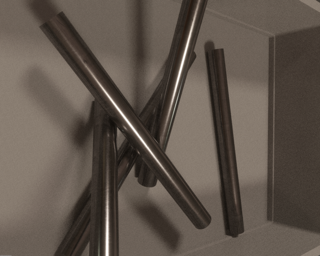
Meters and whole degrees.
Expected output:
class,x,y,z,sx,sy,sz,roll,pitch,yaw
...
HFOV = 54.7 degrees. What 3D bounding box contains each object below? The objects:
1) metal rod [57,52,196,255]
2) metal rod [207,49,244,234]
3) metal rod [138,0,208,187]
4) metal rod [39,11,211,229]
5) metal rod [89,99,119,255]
class,x,y,z,sx,sy,sz,roll,pitch,yaw
metal rod,-0.028,0.014,0.384,0.025,0.025,0.300,45,63,-31
metal rod,0.107,0.025,0.499,0.025,0.025,0.298,-14,99,-39
metal rod,0.019,-0.065,0.342,0.025,0.025,0.298,-5,119,-40
metal rod,-0.020,0.013,0.341,0.025,0.025,0.299,-50,120,-28
metal rod,-0.050,0.090,0.276,0.025,0.025,0.299,24,46,-38
